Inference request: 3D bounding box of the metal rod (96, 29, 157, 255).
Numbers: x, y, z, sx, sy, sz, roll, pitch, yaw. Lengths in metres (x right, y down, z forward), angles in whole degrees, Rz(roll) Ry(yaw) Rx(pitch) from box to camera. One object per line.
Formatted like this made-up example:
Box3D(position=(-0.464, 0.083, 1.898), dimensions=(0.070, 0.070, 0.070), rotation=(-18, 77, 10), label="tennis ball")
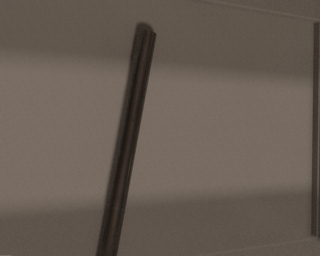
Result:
Box3D(position=(-0.043, 0.023, 0.395), dimensions=(0.025, 0.025, 0.298), rotation=(11, 86, -20), label="metal rod")
